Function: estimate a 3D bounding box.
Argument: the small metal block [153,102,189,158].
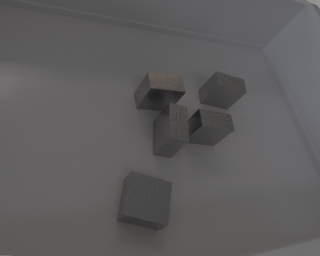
[{"bbox_3d":[0.013,0.004,0.394,0.025,0.050,0.050,13,56,-21],"label":"small metal block"}]

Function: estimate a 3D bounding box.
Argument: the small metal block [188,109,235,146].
[{"bbox_3d":[0.064,0.001,0.424,0.050,0.050,0.025,8,59,-24],"label":"small metal block"}]

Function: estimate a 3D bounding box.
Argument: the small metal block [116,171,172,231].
[{"bbox_3d":[-0.016,0.082,0.347,0.050,0.025,0.050,19,54,-17],"label":"small metal block"}]

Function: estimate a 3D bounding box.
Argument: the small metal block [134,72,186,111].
[{"bbox_3d":[-0.001,-0.047,0.418,0.050,0.050,0.025,3,61,-27],"label":"small metal block"}]

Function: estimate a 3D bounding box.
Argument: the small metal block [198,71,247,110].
[{"bbox_3d":[0.095,-0.056,0.474,0.050,0.050,0.025,11,57,-22],"label":"small metal block"}]
